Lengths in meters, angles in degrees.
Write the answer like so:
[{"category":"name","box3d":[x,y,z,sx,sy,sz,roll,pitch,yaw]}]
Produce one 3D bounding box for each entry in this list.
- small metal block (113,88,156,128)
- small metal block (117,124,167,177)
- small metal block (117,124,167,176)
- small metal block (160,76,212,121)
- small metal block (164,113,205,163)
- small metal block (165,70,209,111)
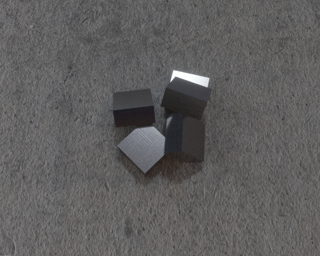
[{"category":"small metal block","box3d":[-0.034,-0.027,0.406,0.050,0.025,0.050,-7,33,-3]},{"category":"small metal block","box3d":[-0.018,0.026,0.400,0.050,0.025,0.050,-43,76,-14]},{"category":"small metal block","box3d":[-0.018,0.026,0.400,0.050,0.025,0.050,-43,76,-14]},{"category":"small metal block","box3d":[0.034,-0.038,0.383,0.050,0.025,0.050,20,28,7]},{"category":"small metal block","box3d":[0.032,0.013,0.389,0.025,0.050,0.050,-11,64,37]},{"category":"small metal block","box3d":[0.037,-0.047,0.427,0.050,0.025,0.050,13,70,4]}]
